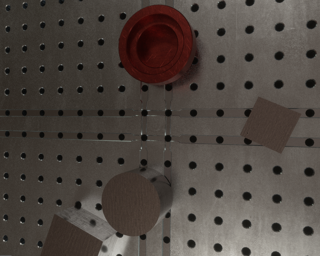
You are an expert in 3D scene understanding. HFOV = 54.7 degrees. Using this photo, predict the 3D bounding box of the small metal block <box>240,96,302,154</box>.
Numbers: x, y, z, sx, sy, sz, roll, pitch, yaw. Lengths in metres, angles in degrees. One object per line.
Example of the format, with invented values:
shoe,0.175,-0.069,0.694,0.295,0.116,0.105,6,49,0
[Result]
small metal block,0.130,-0.004,0.367,0.050,0.025,0.050,26,98,17

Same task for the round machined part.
round machined part,0.000,-0.104,0.403,0.098,0.042,0.097,0,90,19

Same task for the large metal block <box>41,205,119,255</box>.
large metal block,-0.114,0.168,0.438,0.080,0.050,0.080,23,97,18

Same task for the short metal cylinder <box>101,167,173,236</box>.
short metal cylinder,-0.029,0.095,0.409,0.080,0.050,0.079,0,90,19
